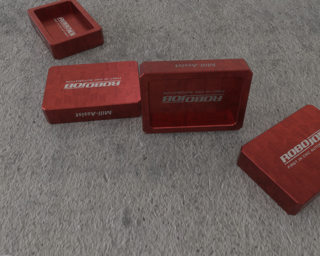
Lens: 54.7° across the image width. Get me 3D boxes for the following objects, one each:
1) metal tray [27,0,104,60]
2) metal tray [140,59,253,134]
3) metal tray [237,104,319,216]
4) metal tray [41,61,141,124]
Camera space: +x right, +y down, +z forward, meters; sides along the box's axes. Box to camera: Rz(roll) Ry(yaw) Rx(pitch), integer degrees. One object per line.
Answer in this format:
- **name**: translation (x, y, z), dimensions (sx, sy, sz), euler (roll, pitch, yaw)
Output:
- **metal tray**: translation (-0.168, -0.180, 0.549), dimensions (0.091, 0.030, 0.130), euler (-26, 55, -20)
- **metal tray**: translation (0.042, -0.038, 0.390), dimensions (0.131, 0.089, 0.030), euler (-2, 39, -2)
- **metal tray**: translation (0.171, 0.032, 0.374), dimensions (0.131, 0.030, 0.090), euler (-28, 56, -22)
- **metal tray**: translation (-0.094, -0.053, 0.444), dimensions (0.131, 0.030, 0.090), euler (-5, 50, -4)
